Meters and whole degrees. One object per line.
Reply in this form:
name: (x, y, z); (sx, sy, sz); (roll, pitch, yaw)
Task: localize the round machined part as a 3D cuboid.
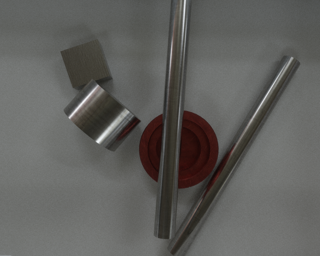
round machined part: (0.023, 0.027, 0.403); (0.099, 0.042, 0.097); (0, 90, -1)

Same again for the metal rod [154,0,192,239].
metal rod: (0.016, -0.021, 0.369); (0.025, 0.025, 0.298); (4, 89, -1)

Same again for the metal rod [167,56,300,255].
metal rod: (0.098, 0.038, 0.412); (0.025, 0.025, 0.299); (31, 90, -1)

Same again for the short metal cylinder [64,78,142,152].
short metal cylinder: (-0.070, -0.016, 0.383); (0.080, 0.080, 0.050); (41, 90, -1)

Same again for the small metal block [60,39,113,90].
small metal block: (-0.096, -0.083, 0.410); (0.050, 0.025, 0.050); (-19, 90, -1)
